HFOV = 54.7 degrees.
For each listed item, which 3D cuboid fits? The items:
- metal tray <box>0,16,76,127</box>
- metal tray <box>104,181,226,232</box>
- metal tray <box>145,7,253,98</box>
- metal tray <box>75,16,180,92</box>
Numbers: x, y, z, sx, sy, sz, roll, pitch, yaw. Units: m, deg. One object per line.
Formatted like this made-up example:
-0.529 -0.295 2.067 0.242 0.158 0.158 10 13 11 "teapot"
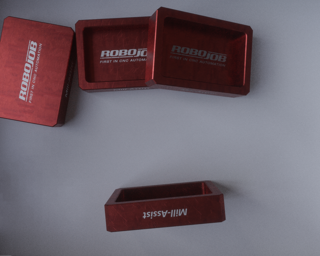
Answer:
-0.164 -0.072 0.407 0.091 0.030 0.129 10 90 0 "metal tray"
0.006 0.092 0.378 0.131 0.090 0.030 -5 90 0 "metal tray"
0.050 -0.090 0.386 0.131 0.030 0.089 4 88 -20 "metal tray"
-0.040 -0.096 0.408 0.131 0.030 0.089 -3 90 0 "metal tray"
